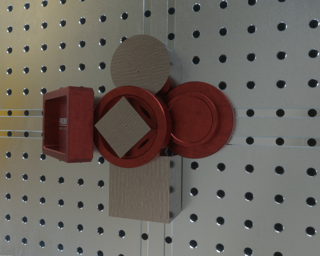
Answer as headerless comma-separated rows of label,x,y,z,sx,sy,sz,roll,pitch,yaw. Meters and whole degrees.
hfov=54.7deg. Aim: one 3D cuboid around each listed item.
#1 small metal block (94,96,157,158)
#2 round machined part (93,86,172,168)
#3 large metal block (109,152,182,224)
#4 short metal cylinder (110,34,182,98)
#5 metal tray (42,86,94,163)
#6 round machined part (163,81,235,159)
small metal block,-0.039,-0.001,0.360,0.050,0.025,0.050,-43,77,15
round machined part,-0.032,-0.001,0.384,0.098,0.042,0.097,0,90,20
large metal block,-0.018,0.073,0.402,0.080,0.050,0.080,1,90,20
short metal cylinder,-0.017,-0.075,0.405,0.080,0.050,0.080,0,90,20
metal tray,-0.127,-0.005,0.416,0.130,0.030,0.089,2,91,57
round machined part,0.042,-0.010,0.387,0.098,0.042,0.097,0,90,20
